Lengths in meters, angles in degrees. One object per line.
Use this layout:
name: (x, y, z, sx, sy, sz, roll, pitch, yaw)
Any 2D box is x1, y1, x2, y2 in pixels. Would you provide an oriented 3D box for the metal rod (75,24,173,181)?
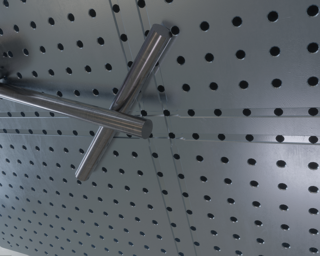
metal rod: (-0.065, -0.014, 0.436, 0.025, 0.025, 0.298, 38, 129, 2)

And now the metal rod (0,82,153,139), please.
metal rod: (-0.145, -0.032, 0.446, 0.300, 0.025, 0.025, 15, 125, 27)

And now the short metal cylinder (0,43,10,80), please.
short metal cylinder: (-0.284, -0.105, 0.480, 0.080, 0.050, 0.079, 13, 124, 21)
